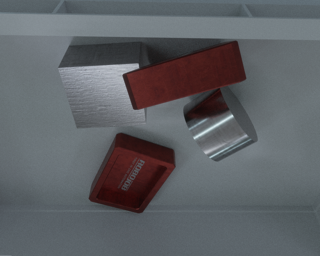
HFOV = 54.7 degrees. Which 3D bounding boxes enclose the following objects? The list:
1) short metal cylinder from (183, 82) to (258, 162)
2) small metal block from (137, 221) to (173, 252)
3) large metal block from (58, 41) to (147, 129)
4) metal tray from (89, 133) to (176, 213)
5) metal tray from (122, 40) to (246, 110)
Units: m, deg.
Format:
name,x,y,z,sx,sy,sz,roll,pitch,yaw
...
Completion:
name,x,y,z,sx,sy,sz,roll,pitch,yaw
short metal cylinder,0.072,-0.007,0.368,0.050,0.080,0.080,-32,123,24
small metal block,-0.009,0.206,0.588,0.050,0.025,0.050,-19,128,15
large metal block,-0.059,-0.048,0.351,0.080,0.050,0.079,-3,130,2
metal tray,-0.044,0.073,0.467,0.091,0.030,0.129,19,128,-16
metal tray,0.026,-0.055,0.294,0.090,0.130,0.030,-14,103,11
